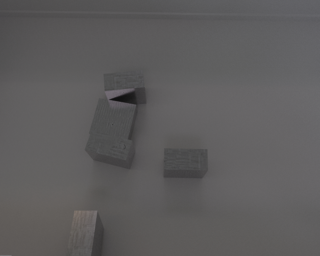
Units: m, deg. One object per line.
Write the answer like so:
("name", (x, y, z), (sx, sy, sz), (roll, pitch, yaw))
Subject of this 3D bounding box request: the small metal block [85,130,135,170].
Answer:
("small metal block", (-0.060, 0.028, 0.385), (0.050, 0.050, 0.025), (14, 71, 5))

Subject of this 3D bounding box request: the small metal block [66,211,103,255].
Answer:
("small metal block", (-0.081, 0.125, 0.343), (0.025, 0.050, 0.050), (0, 51, 0))

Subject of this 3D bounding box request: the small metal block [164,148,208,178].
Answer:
("small metal block", (0.030, 0.044, 0.380), (0.050, 0.050, 0.025), (1, 70, 0))

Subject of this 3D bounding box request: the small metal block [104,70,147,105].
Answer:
("small metal block", (-0.045, -0.052, 0.415), (0.050, 0.050, 0.025), (-6, 70, -2))

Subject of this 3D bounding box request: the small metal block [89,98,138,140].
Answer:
("small metal block", (-0.061, -0.008, 0.412), (0.050, 0.025, 0.050), (10, 70, 3))
